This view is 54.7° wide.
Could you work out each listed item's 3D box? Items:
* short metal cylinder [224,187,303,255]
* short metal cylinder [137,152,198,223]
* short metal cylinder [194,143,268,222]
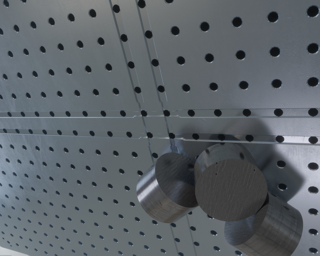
[{"bbox_3d":[0.124,0.118,0.378,0.050,0.080,0.080,33,130,-8],"label":"short metal cylinder"},{"bbox_3d":[0.016,0.080,0.417,0.080,0.080,0.050,41,129,0],"label":"short metal cylinder"},{"bbox_3d":[0.082,0.064,0.373,0.080,0.050,0.079,1,108,3],"label":"short metal cylinder"}]
